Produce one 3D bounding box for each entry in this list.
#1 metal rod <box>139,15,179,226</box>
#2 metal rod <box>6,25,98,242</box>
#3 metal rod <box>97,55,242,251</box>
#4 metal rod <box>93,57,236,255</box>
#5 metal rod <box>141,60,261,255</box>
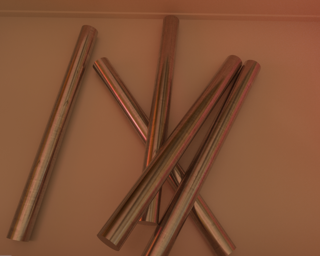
[{"bbox_3d":[0.001,-0.030,0.399,0.025,0.025,0.299,6,62,2],"label":"metal rod"},{"bbox_3d":[-0.135,-0.008,0.410,0.025,0.025,0.299,11,70,4],"label":"metal rod"},{"bbox_3d":[0.030,0.005,0.364,0.025,0.025,0.301,31,56,10],"label":"metal rod"},{"bbox_3d":[-0.003,0.026,0.399,0.025,0.025,0.299,-31,73,-11],"label":"metal rod"},{"bbox_3d":[0.060,0.027,0.380,0.025,0.025,0.300,28,64,9],"label":"metal rod"}]
